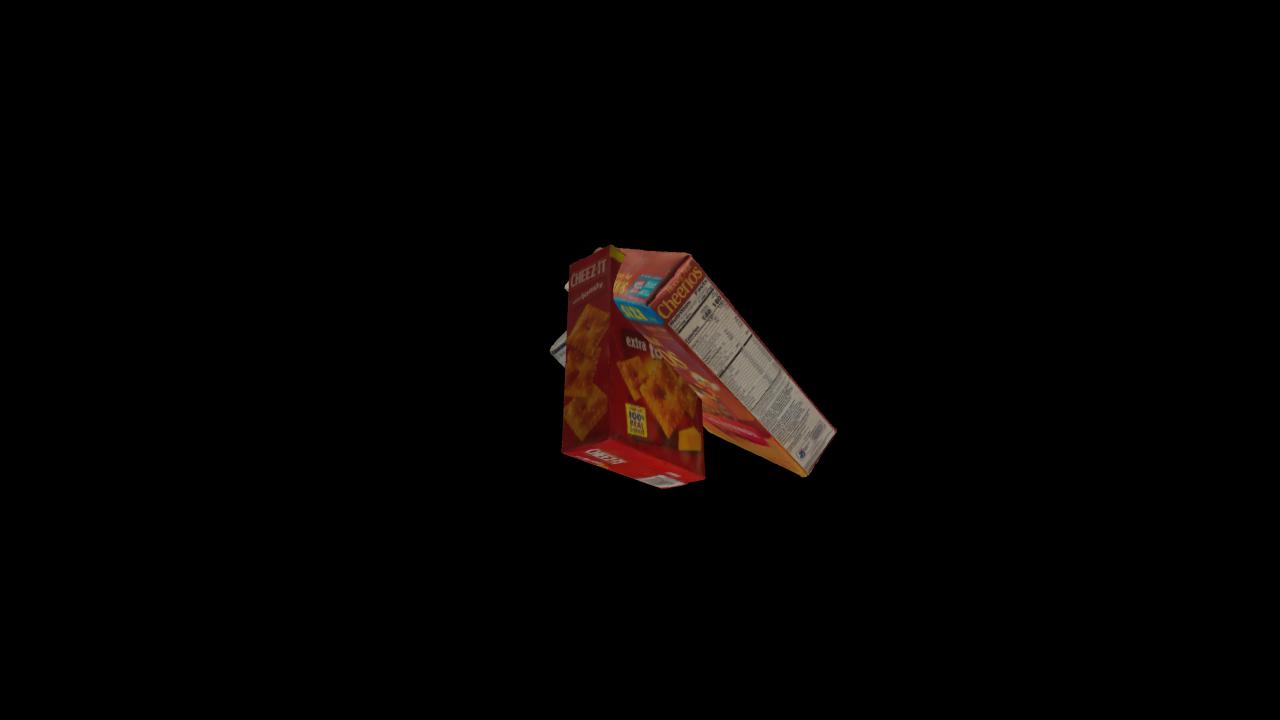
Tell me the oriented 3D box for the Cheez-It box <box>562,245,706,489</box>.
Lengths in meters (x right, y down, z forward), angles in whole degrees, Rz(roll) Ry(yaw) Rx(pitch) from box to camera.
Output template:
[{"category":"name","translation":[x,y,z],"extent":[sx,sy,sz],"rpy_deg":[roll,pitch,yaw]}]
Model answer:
[{"category":"Cheez-It box","translation":[-0.002,0.011,0.667],"extent":[0.071,0.223,0.166],"rpy_deg":[-20,-33,33]}]

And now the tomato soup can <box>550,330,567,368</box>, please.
[{"category":"tomato soup can","translation":[-0.048,0.003,0.720],"extent":[0.068,0.101,0.068],"rpy_deg":[-40,13,11]}]

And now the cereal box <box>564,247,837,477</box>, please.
[{"category":"cereal box","translation":[0.069,-0.001,0.719],"extent":[0.306,0.081,0.203],"rpy_deg":[44,-12,-30]}]
